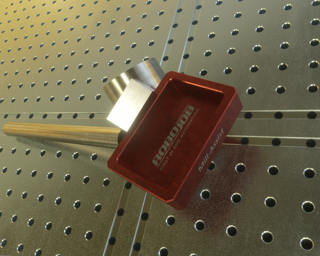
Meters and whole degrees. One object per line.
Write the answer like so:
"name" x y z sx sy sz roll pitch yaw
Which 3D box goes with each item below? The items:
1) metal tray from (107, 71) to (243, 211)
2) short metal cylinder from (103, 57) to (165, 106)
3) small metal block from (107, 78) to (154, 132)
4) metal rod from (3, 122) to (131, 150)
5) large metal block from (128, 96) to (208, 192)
"metal tray" 0.015 0.007 0.323 0.090 0.030 0.130 22 73 36
"short metal cylinder" -0.027 -0.050 0.409 0.080 0.080 0.050 -30 95 8
"small metal block" -0.031 -0.027 0.346 0.025 0.050 0.050 33 98 -1
"metal rod" -0.150 0.007 0.442 0.300 0.025 0.025 3 63 41
"large metal block" 0.003 0.019 0.376 0.080 0.050 0.080 -31 52 8
